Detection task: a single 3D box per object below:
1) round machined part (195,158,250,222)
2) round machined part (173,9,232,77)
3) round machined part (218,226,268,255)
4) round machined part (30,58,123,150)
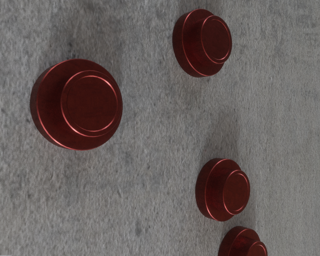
[{"bbox_3d":[0.104,0.097,0.484,0.099,0.042,0.097,0,90,-40],"label":"round machined part"},{"bbox_3d":[0.068,-0.125,0.453,0.099,0.042,0.097,0,90,-40],"label":"round machined part"},{"bbox_3d":[0.144,0.219,0.518,0.099,0.042,0.097,0,90,-40],"label":"round machined part"},{"bbox_3d":[-0.080,-0.025,0.328,0.099,0.042,0.097,0,90,-40],"label":"round machined part"}]
